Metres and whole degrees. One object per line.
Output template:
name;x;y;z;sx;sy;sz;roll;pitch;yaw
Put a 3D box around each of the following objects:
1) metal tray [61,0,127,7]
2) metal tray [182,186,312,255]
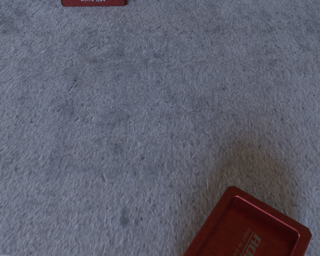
metal tray;-0.133;-0.288;0.640;0.131;0.030;0.090;-1;50;-2
metal tray;0.074;0.129;0.292;0.090;0.030;0.131;29;56;22
